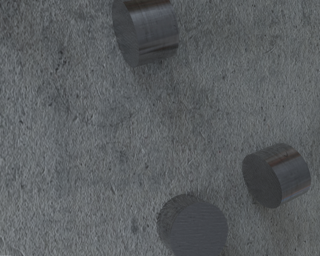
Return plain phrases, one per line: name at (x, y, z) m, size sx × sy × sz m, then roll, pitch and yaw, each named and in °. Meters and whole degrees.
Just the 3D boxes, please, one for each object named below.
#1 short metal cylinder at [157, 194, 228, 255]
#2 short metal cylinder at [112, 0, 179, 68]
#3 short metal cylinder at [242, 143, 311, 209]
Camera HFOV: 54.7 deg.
short metal cylinder at (0.042, 0.133, 0.411) m, size 0.081 × 0.050 × 0.080 m, roll 0°, pitch 90°, yaw -20°
short metal cylinder at (-0.019, -0.118, 0.372) m, size 0.050 × 0.080 × 0.080 m, roll -20°, pitch 97°, yaw -19°
short metal cylinder at (0.163, 0.067, 0.440) m, size 0.050 × 0.080 × 0.080 m, roll -19°, pitch 97°, yaw -19°
